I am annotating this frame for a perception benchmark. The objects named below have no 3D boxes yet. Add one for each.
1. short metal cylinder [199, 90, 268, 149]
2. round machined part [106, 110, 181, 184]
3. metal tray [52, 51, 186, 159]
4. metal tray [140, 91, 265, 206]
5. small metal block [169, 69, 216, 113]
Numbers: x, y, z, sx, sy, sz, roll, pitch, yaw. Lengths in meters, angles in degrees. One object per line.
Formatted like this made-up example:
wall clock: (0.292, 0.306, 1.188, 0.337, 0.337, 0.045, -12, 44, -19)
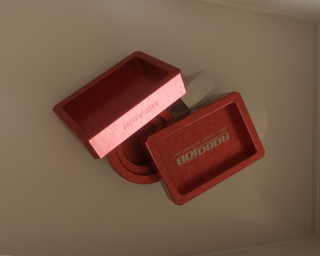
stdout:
short metal cylinder: (0.101, -0.011, 0.434, 0.081, 0.050, 0.079, 0, 90, -21)
round machined part: (-0.023, 0.019, 0.394, 0.099, 0.042, 0.097, 0, 90, -21)
metal tray: (-0.046, -0.033, 0.356, 0.131, 0.090, 0.030, -38, 135, -17)
metal tray: (0.053, 0.022, 0.376, 0.131, 0.030, 0.090, -27, 99, -14)
small metal block: (0.038, -0.048, 0.410, 0.050, 0.050, 0.025, -45, 105, -16)
